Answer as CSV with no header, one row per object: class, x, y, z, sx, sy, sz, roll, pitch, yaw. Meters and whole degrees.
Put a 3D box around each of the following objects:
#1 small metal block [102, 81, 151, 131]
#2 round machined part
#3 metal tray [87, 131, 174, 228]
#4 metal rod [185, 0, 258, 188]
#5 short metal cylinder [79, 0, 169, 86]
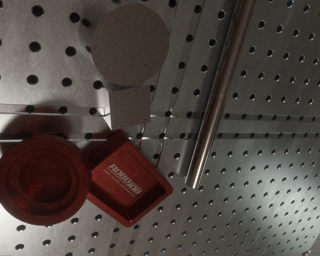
small metal block,-0.040,-0.029,0.373,0.050,0.025,0.050,-13,124,-22
round machined part,-0.127,0.055,0.348,0.099,0.042,0.097,-1,99,-5
metal tray,-0.049,0.075,0.429,0.090,0.030,0.130,-39,130,-2
metal rod,0.081,-0.042,0.431,0.025,0.025,0.298,-3,120,-28
short metal cylinder,-0.038,-0.090,0.320,0.081,0.050,0.079,-14,124,-21
